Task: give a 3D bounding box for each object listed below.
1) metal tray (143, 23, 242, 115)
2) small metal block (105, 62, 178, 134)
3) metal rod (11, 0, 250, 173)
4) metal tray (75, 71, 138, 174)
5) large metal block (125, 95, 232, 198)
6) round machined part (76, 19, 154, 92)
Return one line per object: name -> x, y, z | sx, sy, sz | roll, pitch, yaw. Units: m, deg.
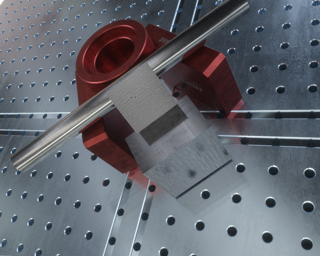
metal tray -> 0.035, -0.075, 0.392 | 0.130, 0.090, 0.030 | 36, 83, 38
small metal block -> -0.018, -0.030, 0.314 | 0.050, 0.050, 0.025 | -37, 7, 3
metal rod -> -0.035, -0.046, 0.338 | 0.300, 0.025, 0.025 | -35, 52, 4
metal tray -> -0.068, -0.015, 0.409 | 0.030, 0.090, 0.130 | -26, 53, 12
large metal block -> 0.022, 0.024, 0.342 | 0.080, 0.080, 0.050 | -36, 52, 4
round machined part -> -0.051, -0.084, 0.386 | 0.098, 0.042, 0.098 | -13, 56, 20
